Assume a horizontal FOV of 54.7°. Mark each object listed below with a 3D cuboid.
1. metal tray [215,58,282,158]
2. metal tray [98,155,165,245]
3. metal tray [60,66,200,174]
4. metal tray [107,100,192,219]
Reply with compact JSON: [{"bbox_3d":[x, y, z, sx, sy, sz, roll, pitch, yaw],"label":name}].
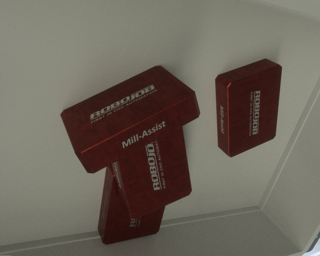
[{"bbox_3d":[0.130,-0.027,0.460,0.091,0.030,0.129,-21,127,-16],"label":"metal tray"},{"bbox_3d":[-0.036,0.105,0.450,0.091,0.030,0.129,-2,120,-27],"label":"metal tray"},{"bbox_3d":[-0.035,-0.015,0.337,0.131,0.090,0.030,-28,128,-11],"label":"metal tray"},{"bbox_3d":[-0.013,0.039,0.390,0.091,0.030,0.129,-19,112,-23],"label":"metal tray"}]
